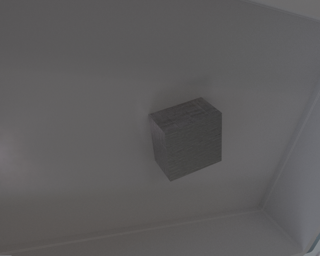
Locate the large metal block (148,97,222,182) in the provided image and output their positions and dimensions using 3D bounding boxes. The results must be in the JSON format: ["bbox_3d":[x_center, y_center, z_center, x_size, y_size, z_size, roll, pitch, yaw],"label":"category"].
[{"bbox_3d":[0.036,0.014,0.420,0.081,0.050,0.080,-19,126,-17],"label":"large metal block"}]
